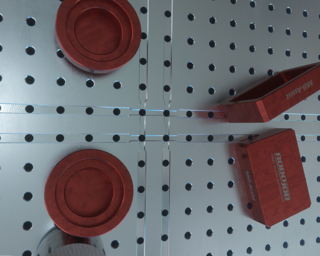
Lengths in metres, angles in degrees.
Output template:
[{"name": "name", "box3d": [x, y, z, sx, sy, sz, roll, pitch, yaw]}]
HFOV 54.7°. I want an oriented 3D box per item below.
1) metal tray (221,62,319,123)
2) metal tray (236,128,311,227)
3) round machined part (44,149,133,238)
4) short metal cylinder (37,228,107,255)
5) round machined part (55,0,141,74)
[{"name": "metal tray", "box3d": [0.164, -0.050, 0.440, 0.131, 0.090, 0.030, -29, 100, -18]}, {"name": "metal tray", "box3d": [0.176, 0.074, 0.477, 0.091, 0.030, 0.129, -17, 96, -20]}, {"name": "round machined part", "box3d": [-0.085, 0.076, 0.366, 0.099, 0.042, 0.098, 5, 76, -20]}, {"name": "short metal cylinder", "box3d": [-0.102, 0.160, 0.358, 0.081, 0.050, 0.079, -2, 97, -19]}, {"name": "round machined part", "box3d": [-0.076, -0.115, 0.376, 0.099, 0.042, 0.097, 0, 90, -21]}]
